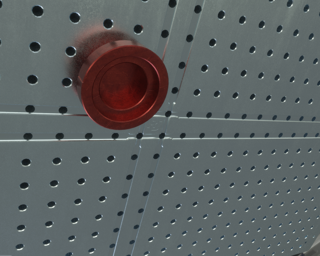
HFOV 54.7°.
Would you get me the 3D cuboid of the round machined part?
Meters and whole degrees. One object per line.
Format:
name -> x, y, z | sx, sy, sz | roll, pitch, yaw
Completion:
round machined part -> -0.044, -0.050, 0.347 | 0.099, 0.042, 0.097 | -14, 125, -21
